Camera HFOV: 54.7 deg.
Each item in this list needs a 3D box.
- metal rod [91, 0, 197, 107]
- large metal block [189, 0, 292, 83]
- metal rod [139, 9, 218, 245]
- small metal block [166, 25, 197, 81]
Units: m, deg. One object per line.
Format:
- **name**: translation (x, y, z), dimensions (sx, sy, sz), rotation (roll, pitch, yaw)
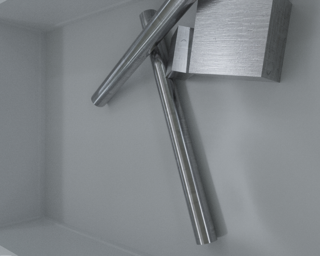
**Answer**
- **metal rod**: translation (-0.015, -0.106, 0.375), dimensions (0.299, 0.025, 0.025), rotation (-38, 67, 47)
- **large metal block**: translation (0.082, -0.092, 0.322), dimensions (0.080, 0.050, 0.079), rotation (12, 97, 39)
- **metal rod**: translation (0.020, -0.010, 0.388), dimensions (0.025, 0.025, 0.299), rotation (-22, 76, 37)
- **small metal block**: translation (0.026, -0.086, 0.363), dimensions (0.050, 0.025, 0.050), rotation (-176, 94, -83)
